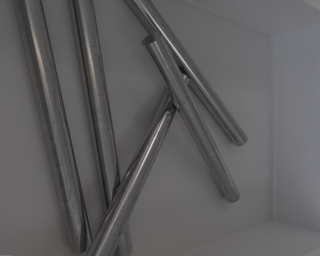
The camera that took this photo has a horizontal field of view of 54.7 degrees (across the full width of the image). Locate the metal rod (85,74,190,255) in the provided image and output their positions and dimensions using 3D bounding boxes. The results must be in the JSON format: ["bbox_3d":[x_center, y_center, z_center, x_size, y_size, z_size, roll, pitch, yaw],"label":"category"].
[{"bbox_3d":[-0.025,0.050,0.357,0.025,0.025,0.300,45,55,-31],"label":"metal rod"}]

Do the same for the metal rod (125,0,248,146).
[{"bbox_3d":[0.048,-0.075,0.446,0.300,0.025,0.025,48,62,-30],"label":"metal rod"}]

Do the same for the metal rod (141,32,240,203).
[{"bbox_3d":[0.055,0.008,0.421,0.025,0.025,0.299,-52,130,-27],"label":"metal rod"}]

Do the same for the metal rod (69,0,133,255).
[{"bbox_3d":[-0.065,0.002,0.351,0.025,0.025,0.298,-14,99,-39],"label":"metal rod"}]

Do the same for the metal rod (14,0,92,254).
[{"bbox_3d":[-0.109,-0.016,0.314,0.025,0.025,0.298,-16,100,-39],"label":"metal rod"}]
